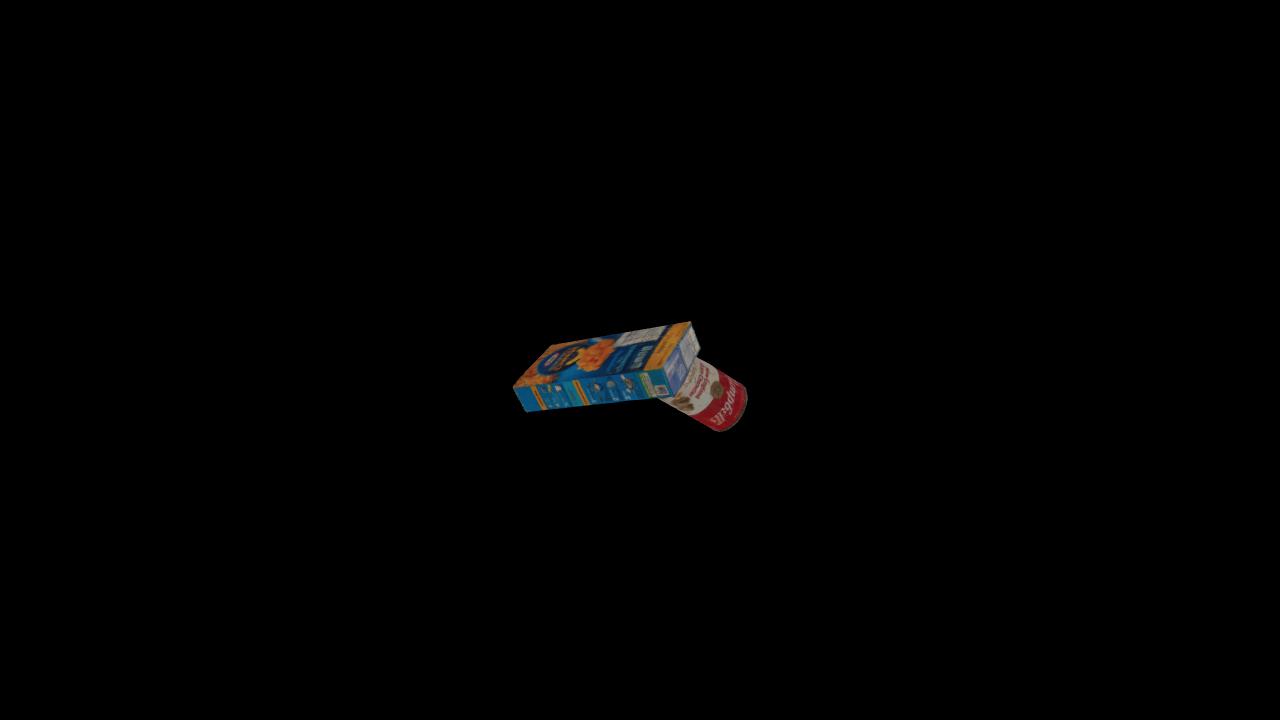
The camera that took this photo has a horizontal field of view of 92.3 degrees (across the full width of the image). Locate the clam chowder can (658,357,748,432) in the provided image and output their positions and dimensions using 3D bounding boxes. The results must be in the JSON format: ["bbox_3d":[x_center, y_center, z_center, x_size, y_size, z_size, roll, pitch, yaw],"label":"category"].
[{"bbox_3d":[0.069,0.035,0.733,0.102,0.068,0.068,30,-16,-29],"label":"clam chowder can"}]

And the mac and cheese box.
[{"bbox_3d":[-0.035,0.008,0.649,0.184,0.041,0.093,-8,29,29],"label":"mac and cheese box"}]
